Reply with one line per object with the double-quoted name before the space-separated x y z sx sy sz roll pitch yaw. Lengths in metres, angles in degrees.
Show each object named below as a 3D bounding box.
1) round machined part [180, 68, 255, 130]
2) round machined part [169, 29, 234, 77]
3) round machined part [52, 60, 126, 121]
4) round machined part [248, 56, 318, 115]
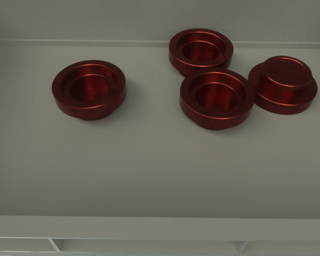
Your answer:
"round machined part" 0.076 -0.035 0.424 0.099 0.042 0.098 0 50 0
"round machined part" 0.063 -0.112 0.488 0.099 0.042 0.098 0 50 0
"round machined part" -0.096 -0.049 0.434 0.099 0.042 0.098 0 50 0
"round machined part" 0.180 -0.069 0.453 0.099 0.042 0.098 0 50 0
